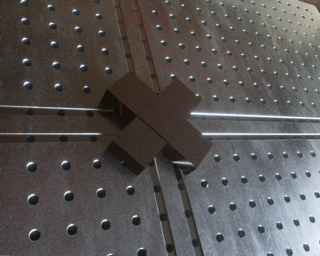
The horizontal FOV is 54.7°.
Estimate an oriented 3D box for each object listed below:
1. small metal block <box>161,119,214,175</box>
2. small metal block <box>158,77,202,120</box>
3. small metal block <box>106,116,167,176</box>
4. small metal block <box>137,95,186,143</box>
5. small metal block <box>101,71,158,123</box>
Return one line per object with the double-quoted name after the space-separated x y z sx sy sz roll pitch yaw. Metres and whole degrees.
0.036 0.025 0.413 0.050 0.025 0.050 42 51 0 "small metal block"
0.025 -0.037 0.445 0.050 0.025 0.050 42 51 0 "small metal block"
-0.028 0.021 0.381 0.050 0.025 0.050 42 51 0 "small metal block"
-0.002 -0.008 0.412 0.050 0.025 0.050 42 51 0 "small metal block"
-0.040 -0.041 0.413 0.050 0.025 0.050 42 51 0 "small metal block"
